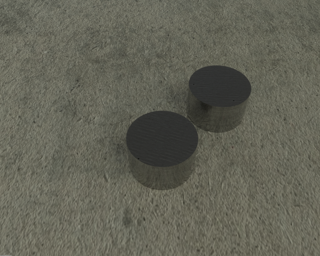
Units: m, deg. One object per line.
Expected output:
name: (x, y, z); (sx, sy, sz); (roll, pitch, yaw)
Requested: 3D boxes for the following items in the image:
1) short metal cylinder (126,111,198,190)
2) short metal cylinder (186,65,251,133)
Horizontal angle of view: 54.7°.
short metal cylinder: (0.002, 0.026, 0.365); (0.080, 0.050, 0.080); (0, 50, 0)
short metal cylinder: (0.078, -0.040, 0.421); (0.080, 0.050, 0.080); (0, 50, 0)
